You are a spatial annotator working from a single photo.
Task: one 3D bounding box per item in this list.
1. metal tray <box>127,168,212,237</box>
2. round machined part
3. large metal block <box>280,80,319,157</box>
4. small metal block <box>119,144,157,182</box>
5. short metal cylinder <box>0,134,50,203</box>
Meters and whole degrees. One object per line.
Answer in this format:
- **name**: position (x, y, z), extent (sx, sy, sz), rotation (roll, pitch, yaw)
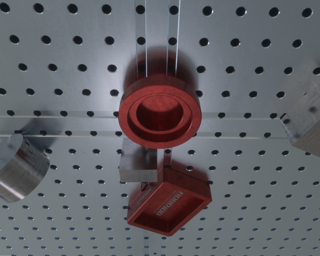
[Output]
- **metal tray**: position (0.013, 0.128, 0.517), extent (0.090, 0.030, 0.129), rotation (24, 126, -20)
- **round machined part**: position (0.000, -0.023, 0.381), extent (0.099, 0.042, 0.097), rotation (0, 130, 0)
- **large metal block**: position (0.217, -0.008, 0.391), extent (0.080, 0.050, 0.079), rotation (21, 127, -17)
- **small metal block**: position (-0.029, 0.049, 0.437), extent (0.050, 0.050, 0.025), rotation (-1, 130, 0)
- **short metal cylinder**: position (-0.199, 0.054, 0.420), extent (0.080, 0.080, 0.050), rotation (-24, 126, 19)
